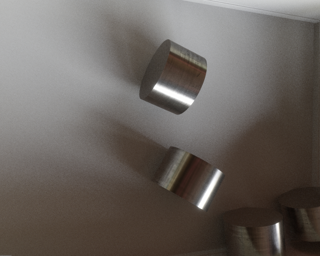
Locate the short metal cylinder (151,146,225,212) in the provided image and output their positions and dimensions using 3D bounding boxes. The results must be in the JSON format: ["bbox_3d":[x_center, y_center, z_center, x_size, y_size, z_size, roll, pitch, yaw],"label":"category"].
[{"bbox_3d":[0.035,0.065,0.396,0.080,0.080,0.050,33,79,-18],"label":"short metal cylinder"}]

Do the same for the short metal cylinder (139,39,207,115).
[{"bbox_3d":[0.015,-0.063,0.388,0.050,0.080,0.080,23,82,-19],"label":"short metal cylinder"}]

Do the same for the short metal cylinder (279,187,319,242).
[{"bbox_3d":[0.226,0.128,0.467,0.081,0.080,0.050,-16,96,-20],"label":"short metal cylinder"}]

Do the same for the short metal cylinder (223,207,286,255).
[{"bbox_3d":[0.131,0.148,0.432,0.081,0.080,0.050,-6,93,-20],"label":"short metal cylinder"}]
